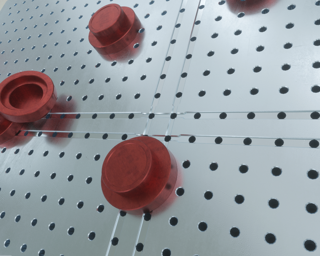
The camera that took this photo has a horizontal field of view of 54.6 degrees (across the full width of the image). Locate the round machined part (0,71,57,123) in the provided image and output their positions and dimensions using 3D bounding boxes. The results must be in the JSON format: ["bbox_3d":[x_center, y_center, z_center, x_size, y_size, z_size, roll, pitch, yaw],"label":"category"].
[{"bbox_3d":[-0.226,-0.049,0.533,0.099,0.042,0.098,0,57,0],"label":"round machined part"}]

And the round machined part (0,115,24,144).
[{"bbox_3d":[-0.297,-0.021,0.568,0.098,0.042,0.098,-13,56,21],"label":"round machined part"}]

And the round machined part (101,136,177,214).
[{"bbox_3d":[-0.032,0.053,0.383,0.098,0.042,0.098,-13,56,21],"label":"round machined part"}]

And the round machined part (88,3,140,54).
[{"bbox_3d":[-0.089,-0.184,0.558,0.098,0.042,0.098,-13,56,21],"label":"round machined part"}]
